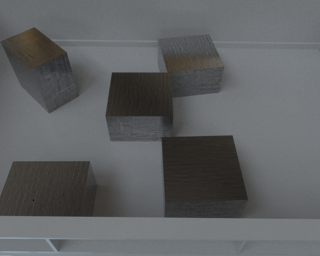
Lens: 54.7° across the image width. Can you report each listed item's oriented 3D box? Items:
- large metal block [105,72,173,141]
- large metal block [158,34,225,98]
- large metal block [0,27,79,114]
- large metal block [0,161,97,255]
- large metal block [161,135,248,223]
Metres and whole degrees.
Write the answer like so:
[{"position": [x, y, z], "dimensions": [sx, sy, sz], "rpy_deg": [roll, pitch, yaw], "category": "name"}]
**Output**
[{"position": [-0.025, -0.029, 0.413], "dimensions": [0.081, 0.050, 0.080], "rpy_deg": [0, 50, -1], "category": "large metal block"}, {"position": [0.043, -0.094, 0.469], "dimensions": [0.081, 0.050, 0.080], "rpy_deg": [-7, 50, -7], "category": "large metal block"}, {"position": [-0.166, -0.081, 0.435], "dimensions": [0.050, 0.080, 0.080], "rpy_deg": [-37, 59, -27], "category": "large metal block"}, {"position": [-0.114, 0.081, 0.319], "dimensions": [0.081, 0.050, 0.080], "rpy_deg": [0, 50, -1], "category": "large metal block"}, {"position": [0.043, 0.056, 0.343], "dimensions": [0.081, 0.050, 0.080], "rpy_deg": [-1, 50, -2], "category": "large metal block"}]
